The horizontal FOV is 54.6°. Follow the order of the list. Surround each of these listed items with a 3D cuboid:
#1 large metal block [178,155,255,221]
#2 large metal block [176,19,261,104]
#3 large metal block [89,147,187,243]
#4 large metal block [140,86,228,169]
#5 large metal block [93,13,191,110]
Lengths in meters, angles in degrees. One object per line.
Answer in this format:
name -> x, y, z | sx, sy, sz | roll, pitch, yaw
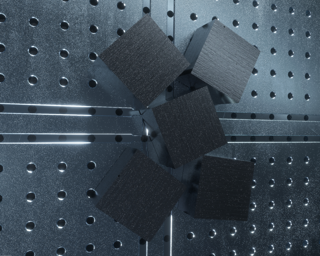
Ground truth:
large metal block -> 0.077, 0.080, 0.427 | 0.081, 0.050, 0.080 | 10, 87, -20
large metal block -> 0.078, -0.087, 0.427 | 0.080, 0.050, 0.080 | 28, 81, -21
large metal block -> -0.028, 0.080, 0.387 | 0.080, 0.050, 0.080 | 39, 77, -16
large metal block -> 0.031, -0.002, 0.409 | 0.081, 0.050, 0.080 | -24, 98, -18
large metal block -> -0.024, -0.080, 0.390 | 0.080, 0.050, 0.080 | -46, 104, -14
